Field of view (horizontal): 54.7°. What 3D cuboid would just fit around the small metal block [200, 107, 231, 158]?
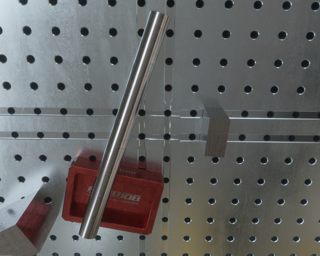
[{"bbox_3d":[0.070,0.004,0.403,0.025,0.050,0.050,4,110,-2],"label":"small metal block"}]

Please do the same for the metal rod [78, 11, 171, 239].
[{"bbox_3d":[-0.049,0.005,0.391,0.025,0.025,0.298,18,100,-7],"label":"metal rod"}]

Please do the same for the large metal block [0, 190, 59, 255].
[{"bbox_3d":[-0.202,0.144,0.434,0.080,0.080,0.050,-27,108,9],"label":"large metal block"}]

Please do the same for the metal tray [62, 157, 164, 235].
[{"bbox_3d":[-0.067,0.099,0.446,0.131,0.030,0.089,12,110,-5],"label":"metal tray"}]
